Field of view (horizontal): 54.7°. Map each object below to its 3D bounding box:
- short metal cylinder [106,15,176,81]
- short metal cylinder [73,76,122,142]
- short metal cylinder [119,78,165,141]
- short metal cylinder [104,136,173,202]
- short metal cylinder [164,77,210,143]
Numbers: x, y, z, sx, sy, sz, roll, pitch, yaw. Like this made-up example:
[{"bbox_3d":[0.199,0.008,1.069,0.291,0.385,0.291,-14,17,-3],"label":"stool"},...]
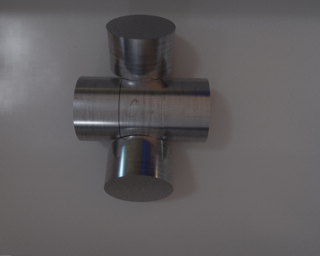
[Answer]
[{"bbox_3d":[-0.023,-0.099,0.375,0.081,0.080,0.050,2,128,0],"label":"short metal cylinder"},{"bbox_3d":[-0.071,-0.023,0.382,0.050,0.080,0.080,1,90,0],"label":"short metal cylinder"},{"bbox_3d":[-0.020,-0.023,0.382,0.050,0.080,0.080,1,90,0],"label":"short metal cylinder"},{"bbox_3d":[-0.025,0.051,0.375,0.081,0.080,0.050,0,56,0],"label":"short metal cylinder"},{"bbox_3d":[0.031,-0.022,0.383,0.050,0.080,0.080,1,90,0],"label":"short metal cylinder"}]
